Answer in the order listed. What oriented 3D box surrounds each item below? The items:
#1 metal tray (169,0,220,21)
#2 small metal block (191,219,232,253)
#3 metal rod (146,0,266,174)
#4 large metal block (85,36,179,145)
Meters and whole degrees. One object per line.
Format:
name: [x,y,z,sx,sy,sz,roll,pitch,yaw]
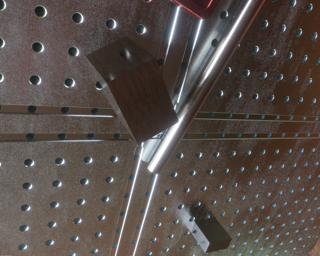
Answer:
metal tray: [0.018,-0.179,0.306,0.131,0.030,0.090,19,108,-36]
small metal block: [0.094,0.197,0.568,0.050,0.050,0.025,2,118,-29]
metal rod: [0.063,-0.066,0.404,0.025,0.025,0.298,19,108,-36]
large metal block: [-0.030,-0.042,0.333,0.050,0.080,0.080,-30,129,-9]
